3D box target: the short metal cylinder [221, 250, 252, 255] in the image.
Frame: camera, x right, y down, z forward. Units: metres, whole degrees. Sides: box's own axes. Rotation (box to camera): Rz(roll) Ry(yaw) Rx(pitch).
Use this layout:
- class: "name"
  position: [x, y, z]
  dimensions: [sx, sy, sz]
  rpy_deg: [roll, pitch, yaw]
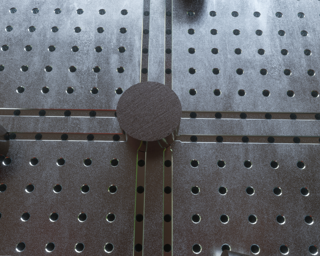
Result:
- class: "short metal cylinder"
  position: [0.087, 0.174, 0.320]
  dimensions: [0.050, 0.080, 0.080]
  rpy_deg: [12, 71, 4]

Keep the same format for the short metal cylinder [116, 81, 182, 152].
- class: "short metal cylinder"
  position: [-0.013, -0.014, 0.403]
  dimensions: [0.081, 0.050, 0.080]
  rpy_deg: [0, 70, -1]

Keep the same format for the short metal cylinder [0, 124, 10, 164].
- class: "short metal cylinder"
  position: [-0.242, 0.017, 0.389]
  dimensions: [0.081, 0.050, 0.080]
  rpy_deg: [0, 70, 0]
